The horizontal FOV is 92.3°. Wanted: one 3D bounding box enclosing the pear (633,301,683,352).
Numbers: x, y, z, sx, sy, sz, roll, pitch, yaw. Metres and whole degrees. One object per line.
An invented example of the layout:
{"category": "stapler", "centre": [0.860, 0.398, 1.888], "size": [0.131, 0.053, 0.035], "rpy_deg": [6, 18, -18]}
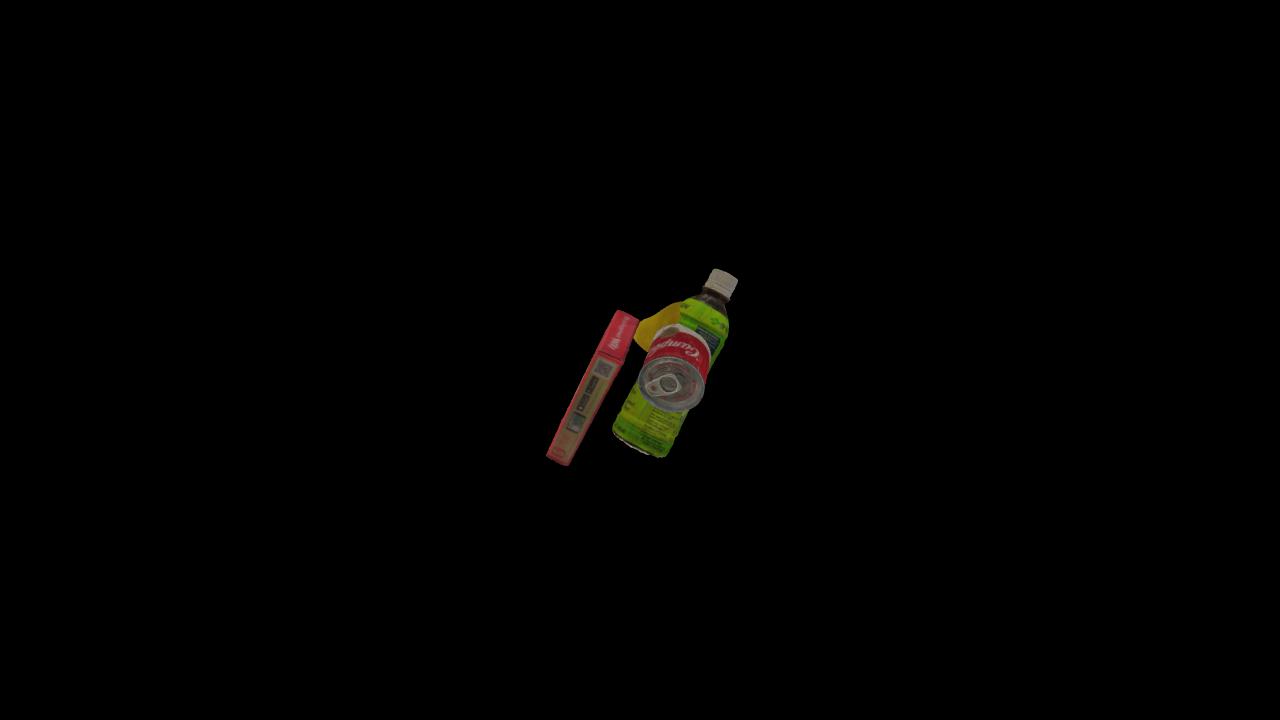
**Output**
{"category": "pear", "centre": [0.029, -0.023, 0.692], "size": [0.111, 0.080, 0.080], "rpy_deg": [-6, -3, 31]}

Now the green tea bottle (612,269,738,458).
{"category": "green tea bottle", "centre": [0.046, 0.001, 0.671], "size": [0.073, 0.212, 0.073], "rpy_deg": [29, 1, -1]}

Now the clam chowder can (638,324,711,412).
{"category": "clam chowder can", "centre": [0.041, -0.002, 0.649], "size": [0.068, 0.068, 0.102], "rpy_deg": [0, 33, 15]}

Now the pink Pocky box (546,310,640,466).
{"category": "pink Pocky box", "centre": [-0.049, 0.030, 0.635], "size": [0.029, 0.155, 0.084], "rpy_deg": [26, 34, -4]}
